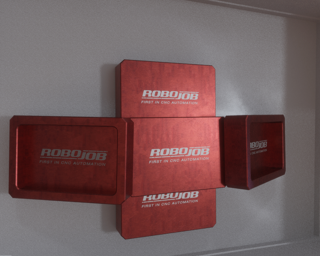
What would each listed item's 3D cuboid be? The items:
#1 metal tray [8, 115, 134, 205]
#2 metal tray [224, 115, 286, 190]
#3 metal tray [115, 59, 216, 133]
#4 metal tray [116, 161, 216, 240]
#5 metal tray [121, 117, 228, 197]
[{"bbox_3d":[-0.096,0.032,0.338,0.131,0.030,0.089,1,91,9],"label":"metal tray"},{"bbox_3d":[0.133,0.027,0.422,0.131,0.030,0.089,-3,92,-49],"label":"metal tray"},{"bbox_3d":[0.009,-0.039,0.408,0.131,0.030,0.089,-1,90,-21],"label":"metal tray"},{"bbox_3d":[0.009,0.090,0.408,0.131,0.030,0.089,-1,90,-21],"label":"metal tray"},{"bbox_3d":[0.019,0.032,0.381,0.131,0.030,0.089,-1,90,-21],"label":"metal tray"}]
